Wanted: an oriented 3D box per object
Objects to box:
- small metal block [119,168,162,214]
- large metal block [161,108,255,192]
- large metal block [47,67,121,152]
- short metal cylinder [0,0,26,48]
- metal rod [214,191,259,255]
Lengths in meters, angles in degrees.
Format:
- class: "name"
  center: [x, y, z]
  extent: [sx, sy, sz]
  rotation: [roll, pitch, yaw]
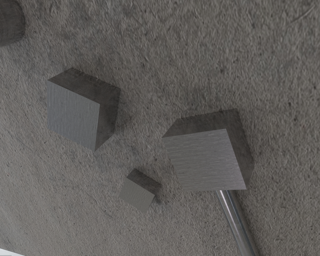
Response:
- class: "small metal block"
  center: [-0.032, 0.098, 0.484]
  extent: [0.050, 0.025, 0.050]
  rotation: [30, 128, 8]
- class: "large metal block"
  center: [0.060, 0.029, 0.377]
  extent: [0.080, 0.050, 0.080]
  rotation: [-10, 114, 32]
- class: "large metal block"
  center: [-0.107, -0.026, 0.431]
  extent: [0.080, 0.050, 0.079]
  rotation: [25, 127, 13]
- class: "short metal cylinder"
  center: [-0.234, -0.149, 0.422]
  extent: [0.080, 0.050, 0.079]
  rotation: [13, 124, 21]
- class: "metal rod"
  center: [0.139, 0.202, 0.458]
  extent: [0.025, 0.025, 0.299]
  rotation: [-11, 113, 33]
